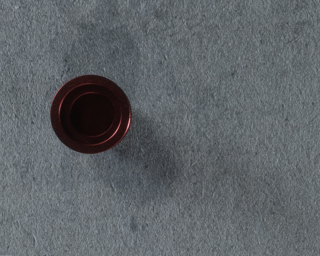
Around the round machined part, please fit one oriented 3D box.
[{"bbox_3d":[-0.085,-0.017,0.401,0.099,0.042,0.097,0,90,0],"label":"round machined part"}]
